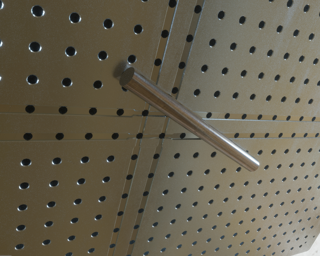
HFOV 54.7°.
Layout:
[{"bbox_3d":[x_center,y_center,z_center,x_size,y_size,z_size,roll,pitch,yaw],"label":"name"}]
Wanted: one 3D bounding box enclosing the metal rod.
[{"bbox_3d":[0.062,0.003,0.448,0.301,0.025,0.025,32,101,-39],"label":"metal rod"}]
